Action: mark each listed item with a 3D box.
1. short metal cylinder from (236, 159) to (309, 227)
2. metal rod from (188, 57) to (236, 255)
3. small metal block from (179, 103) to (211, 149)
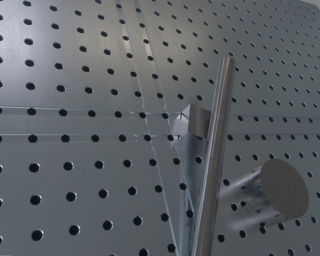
[{"bbox_3d":[0.152,0.088,0.420,0.081,0.050,0.080,14,56,-21],"label":"short metal cylinder"},{"bbox_3d":[0.070,0.032,0.399,0.025,0.025,0.300,22,62,-16],"label":"metal rod"},{"bbox_3d":[0.057,-0.001,0.439,0.050,0.025,0.050,20,54,-16],"label":"small metal block"}]
